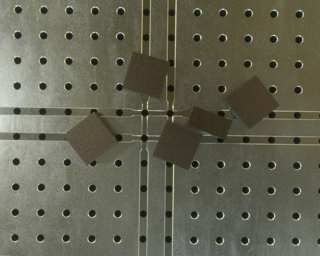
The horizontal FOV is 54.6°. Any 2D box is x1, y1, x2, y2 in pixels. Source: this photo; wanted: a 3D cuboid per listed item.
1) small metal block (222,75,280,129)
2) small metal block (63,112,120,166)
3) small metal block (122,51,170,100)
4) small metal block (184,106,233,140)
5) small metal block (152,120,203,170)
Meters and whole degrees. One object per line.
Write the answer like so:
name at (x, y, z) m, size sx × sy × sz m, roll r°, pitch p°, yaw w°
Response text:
small metal block at (0.120, -0.033, 0.414) m, size 0.050 × 0.025 × 0.050 m, roll -38°, pitch 90°, yaw 0°
small metal block at (-0.090, 0.014, 0.413) m, size 0.050 × 0.025 × 0.050 m, roll -38°, pitch 90°, yaw 0°
small metal block at (-0.018, -0.069, 0.413) m, size 0.050 × 0.025 × 0.050 m, roll 17°, pitch 90°, yaw 0°
small metal block at (0.061, -0.007, 0.401) m, size 0.050 × 0.050 × 0.025 m, roll 21°, pitch 90°, yaw 0°
small metal block at (0.023, 0.022, 0.414) m, size 0.050 × 0.025 × 0.050 m, roll 23°, pitch 90°, yaw 0°
